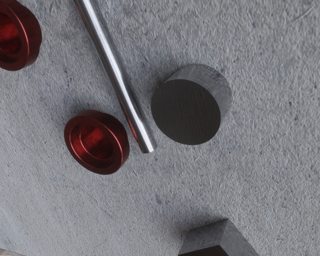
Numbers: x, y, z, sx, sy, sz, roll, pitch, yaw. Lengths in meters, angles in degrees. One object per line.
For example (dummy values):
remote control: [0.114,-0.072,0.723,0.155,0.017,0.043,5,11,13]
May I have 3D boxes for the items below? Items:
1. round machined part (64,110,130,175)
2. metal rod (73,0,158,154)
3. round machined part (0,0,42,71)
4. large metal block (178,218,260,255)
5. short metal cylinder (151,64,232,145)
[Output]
round machined part: [-0.087,0.017,0.452,0.098,0.042,0.097,13,124,21]
metal rod: [-0.068,-0.101,0.380,0.025,0.025,0.299,-9,114,32]
round machined part: [-0.202,-0.131,0.422,0.098,0.042,0.097,13,124,21]
large metal block: [0.088,0.191,0.462,0.080,0.050,0.080,-33,100,38]
short metal cylinder: [0.037,-0.027,0.354,0.080,0.050,0.079,13,124,21]
